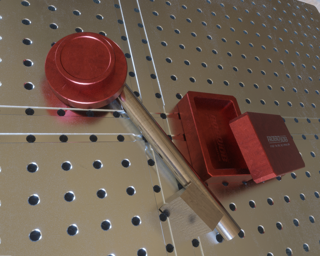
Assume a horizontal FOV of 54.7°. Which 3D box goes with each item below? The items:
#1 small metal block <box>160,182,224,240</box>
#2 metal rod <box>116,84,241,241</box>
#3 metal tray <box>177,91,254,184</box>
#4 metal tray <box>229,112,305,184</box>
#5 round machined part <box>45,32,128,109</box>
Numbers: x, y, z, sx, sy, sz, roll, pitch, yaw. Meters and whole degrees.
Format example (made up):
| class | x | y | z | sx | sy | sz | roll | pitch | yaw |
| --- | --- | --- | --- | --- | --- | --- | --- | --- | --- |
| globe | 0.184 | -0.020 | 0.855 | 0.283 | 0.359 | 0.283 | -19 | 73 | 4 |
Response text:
| class | x | y | z | sx | sy | sz | roll | pitch | yaw |
| --- | --- | --- | --- | --- | --- | --- | --- | --- | --- |
| small metal block | 0.035 | 0.096 | 0.354 | 0.050 | 0.050 | 0.025 | 46 | 51 | 4 |
| metal rod | -0.003 | 0.014 | 0.399 | 0.025 | 0.025 | 0.300 | -32 | 80 | -38 |
| metal tray | 0.083 | 0.012 | 0.444 | 0.091 | 0.030 | 0.130 | 3 | 61 | -27 |
| metal tray | 0.158 | 0.025 | 0.447 | 0.131 | 0.030 | 0.090 | 1 | 64 | -50 |
| round machined part | -0.089 | -0.075 | 0.376 | 0.099 | 0.042 | 0.098 | 3 | 72 | -9 |
